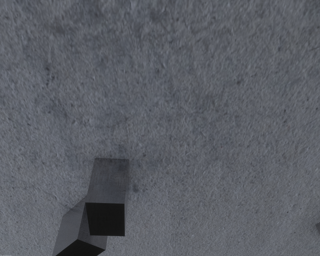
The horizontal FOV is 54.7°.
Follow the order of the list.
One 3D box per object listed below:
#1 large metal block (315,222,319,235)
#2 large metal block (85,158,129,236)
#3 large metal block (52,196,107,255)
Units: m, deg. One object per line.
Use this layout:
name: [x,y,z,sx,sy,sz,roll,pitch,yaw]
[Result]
large metal block: [0.338,0.197,0.544,0.050,0.080,0.080,33,123,-25]
large metal block: [-0.074,0.102,0.457,0.050,0.080,0.079,3,130,-3]
large metal block: [-0.129,0.173,0.517,0.050,0.080,0.080,33,122,-25]
